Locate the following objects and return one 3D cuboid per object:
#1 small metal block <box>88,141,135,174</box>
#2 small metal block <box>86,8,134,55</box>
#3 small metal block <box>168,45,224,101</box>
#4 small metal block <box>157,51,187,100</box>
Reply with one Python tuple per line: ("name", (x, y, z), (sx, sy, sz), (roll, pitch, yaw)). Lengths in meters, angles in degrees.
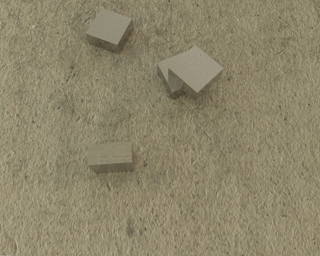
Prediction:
("small metal block", (-0.058, 0.037, 0.381), (0.050, 0.050, 0.025), (-4, 70, -2))
("small metal block", (-0.074, -0.144, 0.460), (0.050, 0.025, 0.050), (22, 71, 7))
("small metal block", (0.046, -0.073, 0.408), (0.050, 0.025, 0.050), (-43, 76, -14))
("small metal block", (0.029, -0.075, 0.435), (0.050, 0.025, 0.050), (-23, 72, -9))
